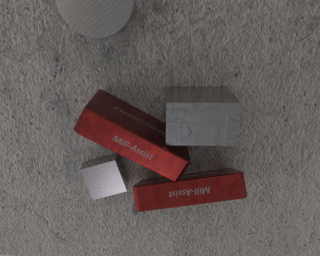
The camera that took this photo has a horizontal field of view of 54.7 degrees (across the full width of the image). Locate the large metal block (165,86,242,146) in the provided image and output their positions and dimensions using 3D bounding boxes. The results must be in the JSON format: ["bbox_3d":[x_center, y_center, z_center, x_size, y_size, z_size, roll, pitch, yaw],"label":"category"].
[{"bbox_3d":[0.047,-0.017,0.375,0.081,0.080,0.050,0,110,-1],"label":"large metal block"}]

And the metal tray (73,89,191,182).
[{"bbox_3d":[-0.029,0.006,0.376,0.131,0.090,0.030,28,108,-10],"label":"metal tray"}]

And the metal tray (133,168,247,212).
[{"bbox_3d":[0.037,0.077,0.401,0.131,0.090,0.030,-8,85,3],"label":"metal tray"}]

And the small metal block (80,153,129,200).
[{"bbox_3d":[-0.077,0.068,0.434,0.050,0.025,0.050,-16,110,5],"label":"small metal block"}]

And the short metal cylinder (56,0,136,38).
[{"bbox_3d":[-0.068,-0.143,0.343,0.081,0.050,0.079,0,110,0],"label":"short metal cylinder"}]
